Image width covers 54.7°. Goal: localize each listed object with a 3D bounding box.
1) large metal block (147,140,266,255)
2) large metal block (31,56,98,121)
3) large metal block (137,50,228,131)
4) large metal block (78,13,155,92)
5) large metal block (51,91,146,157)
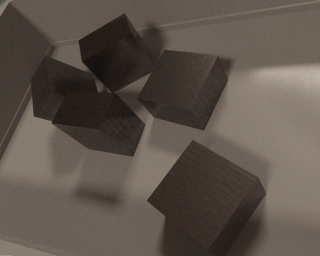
[{"bbox_3d":[0.048,0.072,0.320,0.080,0.050,0.080,31,78,37],"label":"large metal block"},{"bbox_3d":[-0.142,-0.052,0.466,0.050,0.080,0.080,-46,47,27],"label":"large metal block"},{"bbox_3d":[0.031,-0.051,0.404,0.080,0.050,0.080,16,70,34],"label":"large metal block"},{"bbox_3d":[-0.063,-0.110,0.469,0.080,0.080,0.050,-27,53,11],"label":"large metal block"},{"bbox_3d":[-0.079,-0.005,0.414,0.080,0.080,0.050,6,65,30],"label":"large metal block"}]
